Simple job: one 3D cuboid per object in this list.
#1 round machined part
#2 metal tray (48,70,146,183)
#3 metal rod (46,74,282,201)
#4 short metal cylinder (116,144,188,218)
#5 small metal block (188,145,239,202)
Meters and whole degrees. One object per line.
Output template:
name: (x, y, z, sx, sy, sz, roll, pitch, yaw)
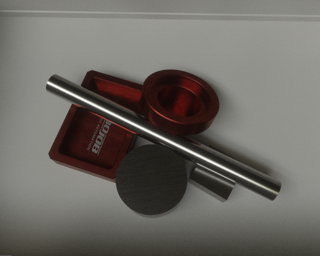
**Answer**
round machined part: (0.022, -0.028, 0.396, 0.099, 0.042, 0.098, 9, 47, -10)
metal tray: (-0.074, -0.004, 0.405, 0.090, 0.030, 0.130, 18, 71, 6)
metal rod: (-0.001, 0.008, 0.374, 0.301, 0.025, 0.025, 26, 72, 6)
short metal cylinder: (-0.009, 0.065, 0.370, 0.081, 0.050, 0.080, 0, 70, 0)
small metal block: (0.070, 0.057, 0.388, 0.050, 0.025, 0.050, 30, 72, 10)
